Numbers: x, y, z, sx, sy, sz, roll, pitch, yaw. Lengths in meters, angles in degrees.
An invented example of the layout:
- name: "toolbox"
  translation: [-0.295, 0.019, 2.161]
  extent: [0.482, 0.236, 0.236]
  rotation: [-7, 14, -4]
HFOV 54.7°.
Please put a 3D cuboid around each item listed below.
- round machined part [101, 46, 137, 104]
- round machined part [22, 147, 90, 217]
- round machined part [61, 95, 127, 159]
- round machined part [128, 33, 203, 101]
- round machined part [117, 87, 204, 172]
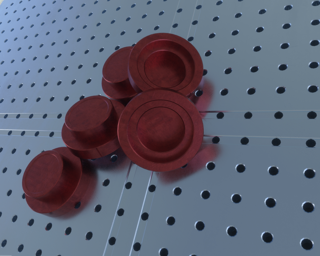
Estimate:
- name: "round machined part"
  translation: [-0.048, -0.086, 0.474]
  extent: [0.098, 0.042, 0.098]
  rotation: [-13, 56, 20]
- name: "round machined part"
  translation: [-0.150, 0.070, 0.431]
  extent: [0.098, 0.042, 0.098]
  rotation: [-13, 57, 20]
- name: "round machined part"
  translation: [-0.092, -0.008, 0.433]
  extent: [0.098, 0.042, 0.098]
  rotation: [-9, 46, 9]
- name: "round machined part"
  translation: [0.006, -0.075, 0.420]
  extent: [0.099, 0.042, 0.098]
  rotation: [3, 72, -8]
- name: "round machined part"
  translation: [0.001, 0.000, 0.373]
  extent: [0.098, 0.098, 0.042]
  rotation: [-30, 12, 9]
